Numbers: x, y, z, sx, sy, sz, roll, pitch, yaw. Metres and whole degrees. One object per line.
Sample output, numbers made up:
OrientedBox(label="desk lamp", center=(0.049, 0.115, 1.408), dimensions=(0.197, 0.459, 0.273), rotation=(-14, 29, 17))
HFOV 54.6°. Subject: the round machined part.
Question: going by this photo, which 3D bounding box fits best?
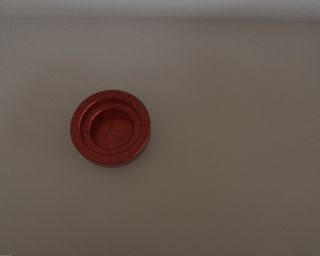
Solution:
OrientedBox(label="round machined part", center=(-0.060, 0.004, 0.399), dimensions=(0.099, 0.042, 0.098), rotation=(0, 70, 0))
